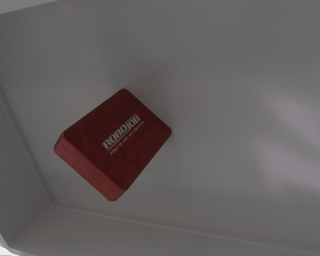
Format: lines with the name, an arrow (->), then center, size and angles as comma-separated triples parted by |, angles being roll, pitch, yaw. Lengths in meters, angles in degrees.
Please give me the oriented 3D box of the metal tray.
metal tray -> -0.050, 0.014, 0.376 | 0.090, 0.131, 0.030 | 42, 129, -1
